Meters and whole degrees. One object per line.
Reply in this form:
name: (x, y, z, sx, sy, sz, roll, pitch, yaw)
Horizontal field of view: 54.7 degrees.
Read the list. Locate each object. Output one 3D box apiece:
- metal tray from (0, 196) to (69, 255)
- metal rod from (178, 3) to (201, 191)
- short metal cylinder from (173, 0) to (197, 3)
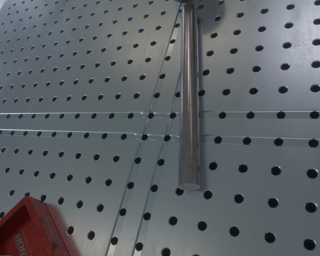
metal tray: (-0.172, 0.163, 0.395, 0.090, 0.030, 0.130, -44, 51, -3)
metal rod: (0.040, -0.062, 0.425, 0.025, 0.025, 0.299, -11, 57, 22)
short metal cylinder: (0.042, -0.255, 0.508, 0.080, 0.080, 0.050, -22, 54, 15)
